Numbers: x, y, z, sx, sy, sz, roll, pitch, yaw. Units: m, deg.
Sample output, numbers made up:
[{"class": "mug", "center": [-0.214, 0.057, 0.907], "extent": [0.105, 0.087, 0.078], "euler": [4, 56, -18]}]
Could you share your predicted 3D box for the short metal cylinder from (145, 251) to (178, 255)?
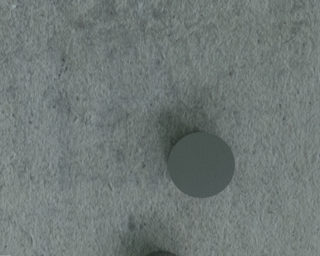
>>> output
[{"class": "short metal cylinder", "center": [0.002, 0.208, 0.398], "extent": [0.081, 0.050, 0.079], "euler": [0, 90, -1]}]

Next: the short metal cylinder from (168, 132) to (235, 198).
[{"class": "short metal cylinder", "center": [0.050, 0.045, 0.398], "extent": [0.081, 0.050, 0.079], "euler": [0, 90, -1]}]
